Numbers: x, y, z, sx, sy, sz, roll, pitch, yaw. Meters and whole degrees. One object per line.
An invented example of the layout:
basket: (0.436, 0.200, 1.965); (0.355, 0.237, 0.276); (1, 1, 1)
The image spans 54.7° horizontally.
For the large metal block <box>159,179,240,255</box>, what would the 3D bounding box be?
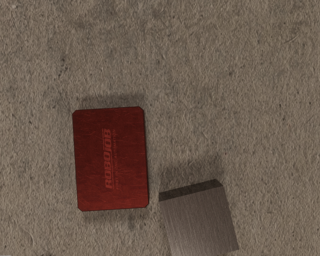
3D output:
large metal block: (0.047, 0.118, 0.398); (0.080, 0.050, 0.080); (-14, 90, -1)

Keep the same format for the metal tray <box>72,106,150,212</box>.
metal tray: (-0.063, 0.039, 0.407); (0.091, 0.030, 0.129); (-3, 90, -1)
